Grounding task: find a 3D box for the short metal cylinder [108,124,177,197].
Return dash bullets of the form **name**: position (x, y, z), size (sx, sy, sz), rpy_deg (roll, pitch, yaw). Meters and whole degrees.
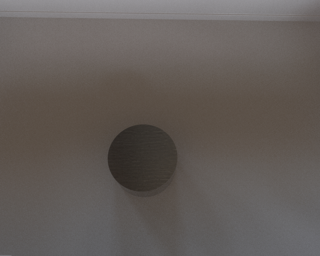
- **short metal cylinder**: position (-0.020, 0.042, 0.381), size (0.080, 0.050, 0.080), rpy_deg (0, 70, 0)
